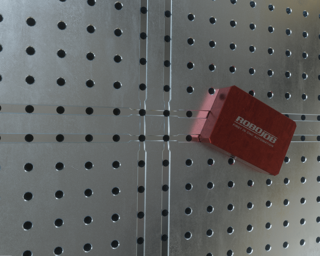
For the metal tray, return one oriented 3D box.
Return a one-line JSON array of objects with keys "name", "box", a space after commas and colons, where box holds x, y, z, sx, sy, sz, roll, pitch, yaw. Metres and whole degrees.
[{"name": "metal tray", "box": [0.133, 0.006, 0.461, 0.131, 0.030, 0.090, 27, 81, -19]}]
